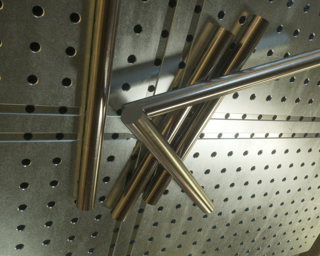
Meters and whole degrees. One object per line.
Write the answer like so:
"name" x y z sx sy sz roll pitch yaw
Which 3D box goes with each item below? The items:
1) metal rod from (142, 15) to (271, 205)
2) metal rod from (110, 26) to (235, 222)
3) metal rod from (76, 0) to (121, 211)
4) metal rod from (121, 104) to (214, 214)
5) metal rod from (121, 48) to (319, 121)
"metal rod" 0.057 -0.015 0.435 0.025 0.025 0.298 20 108 -36
"metal rod" 0.010 0.005 0.421 0.025 0.025 0.298 19 108 -36
"metal rod" -0.073 -0.026 0.356 0.025 0.025 0.298 -3 120 -28
"metal rod" 0.027 0.062 0.430 0.025 0.025 0.300 -39 141 -2
"metal rod" 0.097 -0.059 0.396 0.302 0.025 0.025 -18 126 -18
